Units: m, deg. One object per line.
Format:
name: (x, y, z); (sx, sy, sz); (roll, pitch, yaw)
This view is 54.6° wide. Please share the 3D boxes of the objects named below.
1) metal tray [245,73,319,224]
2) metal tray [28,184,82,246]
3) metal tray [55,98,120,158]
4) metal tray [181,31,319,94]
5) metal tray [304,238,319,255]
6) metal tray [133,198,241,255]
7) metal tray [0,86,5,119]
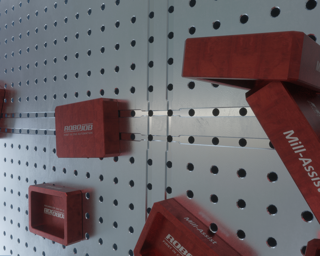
metal tray: (0.129, 0.019, 0.253); (0.030, 0.091, 0.130); (-36, 73, 34)
metal tray: (-0.194, 0.154, 0.568); (0.130, 0.030, 0.090); (-1, 89, 40)
metal tray: (-0.123, 0.003, 0.509); (0.130, 0.030, 0.090); (-5, 87, 40)
metal tray: (0.092, -0.050, 0.266); (0.090, 0.131, 0.030); (9, 96, 40)
metal tray: (0.172, 0.128, 0.222); (0.130, 0.090, 0.030); (-10, 111, 39)
metal tray: (0.032, 0.160, 0.380); (0.130, 0.030, 0.089); (34, 111, 35)
metal tray: (-0.423, -0.048, 0.758); (0.090, 0.030, 0.129); (29, 108, 36)
